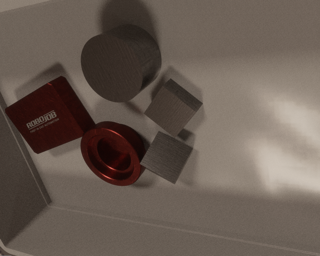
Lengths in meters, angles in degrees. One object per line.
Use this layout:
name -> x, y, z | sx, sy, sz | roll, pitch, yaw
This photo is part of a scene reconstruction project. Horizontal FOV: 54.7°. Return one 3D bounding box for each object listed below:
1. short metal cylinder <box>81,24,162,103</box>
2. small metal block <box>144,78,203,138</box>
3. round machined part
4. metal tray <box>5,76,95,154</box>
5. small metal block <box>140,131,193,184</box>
short metal cylinder -> -0.045, -0.077, 0.367 | 0.080, 0.050, 0.079 | 13, 124, 20
small metal block -> 0.016, -0.024, 0.384 | 0.050, 0.025, 0.050 | 38, 129, 2
round machined part -> -0.062, 0.032, 0.449 | 0.098, 0.042, 0.097 | 13, 124, 20
metal tray -> -0.174, -0.016, 0.485 | 0.130, 0.030, 0.090 | -19, 109, 35
small metal block -> 0.009, 0.039, 0.408 | 0.050, 0.050, 0.025 | 27, 167, 10
